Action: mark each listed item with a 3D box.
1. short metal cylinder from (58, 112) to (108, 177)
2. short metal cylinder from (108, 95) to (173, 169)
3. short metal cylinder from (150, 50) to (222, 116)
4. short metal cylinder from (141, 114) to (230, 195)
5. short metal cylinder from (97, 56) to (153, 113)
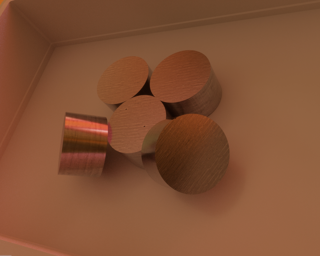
[{"bbox_3d":[-0.101,0.022,0.399,0.050,0.080,0.080,7,54,-19],"label":"short metal cylinder"},{"bbox_3d":[-0.019,0.006,0.391,0.080,0.050,0.080,-13,56,20],"label":"short metal cylinder"},{"bbox_3d":[0.034,-0.053,0.402,0.080,0.050,0.080,-13,56,20],"label":"short metal cylinder"},{"bbox_3d":[0.026,0.027,0.329,0.080,0.080,0.050,-58,14,-13],"label":"short metal cylinder"},{"bbox_3d":[-0.041,-0.055,0.440,0.080,0.050,0.080,-13,56,20],"label":"short metal cylinder"}]
